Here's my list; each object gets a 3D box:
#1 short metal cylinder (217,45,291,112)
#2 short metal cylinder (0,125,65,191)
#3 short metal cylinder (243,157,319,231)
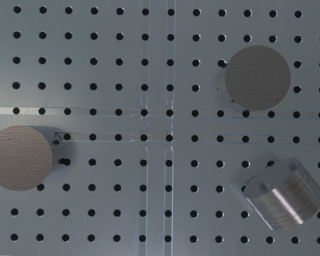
[{"bbox_3d":[0.119,-0.061,0.402,0.081,0.050,0.079,0,90,0],"label":"short metal cylinder"},{"bbox_3d":[-0.171,0.036,0.399,0.081,0.050,0.079,0,90,0],"label":"short metal cylinder"},{"bbox_3d":[0.153,0.081,0.387,0.080,0.080,0.050,-38,90,0],"label":"short metal cylinder"}]
